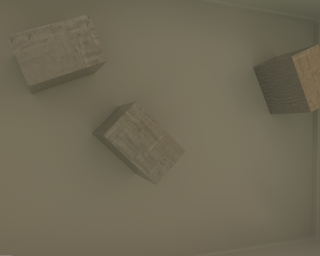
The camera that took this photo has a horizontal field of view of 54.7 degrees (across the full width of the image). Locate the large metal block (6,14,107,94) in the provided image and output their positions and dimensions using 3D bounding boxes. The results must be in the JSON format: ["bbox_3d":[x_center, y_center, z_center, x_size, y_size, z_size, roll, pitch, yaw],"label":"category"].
[{"bbox_3d":[-0.112,-0.078,0.340,0.081,0.080,0.050,-23,98,-19],"label":"large metal block"}]

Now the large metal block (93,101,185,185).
[{"bbox_3d":[-0.029,0.017,0.372,0.080,0.080,0.050,45,76,-15],"label":"large metal block"}]

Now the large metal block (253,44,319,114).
[{"bbox_3d":[0.195,-0.068,0.455,0.050,0.080,0.080,-26,99,-18],"label":"large metal block"}]
